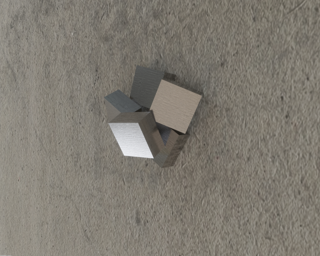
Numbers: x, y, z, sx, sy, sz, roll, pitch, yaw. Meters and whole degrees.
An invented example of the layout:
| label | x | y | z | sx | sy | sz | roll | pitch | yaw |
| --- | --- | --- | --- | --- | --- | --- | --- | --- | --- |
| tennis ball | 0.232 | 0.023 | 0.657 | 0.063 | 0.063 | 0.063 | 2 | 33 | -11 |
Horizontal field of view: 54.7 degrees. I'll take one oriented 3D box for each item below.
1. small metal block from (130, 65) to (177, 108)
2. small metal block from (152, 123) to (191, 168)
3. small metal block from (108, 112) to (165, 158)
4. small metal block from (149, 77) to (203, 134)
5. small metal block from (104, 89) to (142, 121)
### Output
| label | x | y | z | sx | sy | sz | roll | pitch | yaw |
| --- | --- | --- | --- | --- | --- | --- | --- | --- | --- |
| small metal block | -0.010 | -0.053 | 0.414 | 0.050 | 0.025 | 0.050 | 22 | 104 | 37 |
| small metal block | 0.004 | 0.016 | 0.402 | 0.050 | 0.025 | 0.050 | 40 | 114 | 32 |
| small metal block | -0.028 | 0.008 | 0.381 | 0.050 | 0.025 | 0.050 | 0 | 123 | 39 |
| small metal block | 0.018 | -0.028 | 0.375 | 0.050 | 0.025 | 0.050 | 23 | 107 | 2 |
| small metal block | -0.050 | -0.017 | 0.430 | 0.050 | 0.025 | 0.050 | 40 | 150 | 31 |
